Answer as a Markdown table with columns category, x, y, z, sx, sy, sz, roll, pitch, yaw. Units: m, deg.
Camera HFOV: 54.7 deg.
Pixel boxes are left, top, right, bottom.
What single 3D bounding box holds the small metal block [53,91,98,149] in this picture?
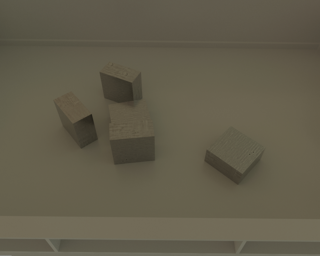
| category | x | y | z | sx | sy | sz | roll | pitch | yaw |
| --- | --- | --- | --- | --- | --- | --- | --- | --- | --- |
| small metal block | -0.107 | -0.010 | 0.396 | 0.025 | 0.050 | 0.050 | -32 | 57 | -24 |

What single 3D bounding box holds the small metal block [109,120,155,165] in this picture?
| category | x | y | z | sx | sy | sz | roll | pitch | yaw |
| --- | --- | --- | --- | --- | --- | --- | --- | --- | --- |
| small metal block | -0.033 | 0.018 | 0.374 | 0.050 | 0.050 | 0.025 | -5 | 51 | -5 |

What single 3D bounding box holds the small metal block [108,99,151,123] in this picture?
| category | x | y | z | sx | sy | sz | roll | pitch | yaw |
| --- | --- | --- | --- | --- | --- | --- | --- | --- | --- |
| small metal block | -0.039 | -0.009 | 0.412 | 0.050 | 0.025 | 0.050 | -10 | 51 | -9 |

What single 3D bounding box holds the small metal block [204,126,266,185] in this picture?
| category | x | y | z | sx | sy | sz | roll | pitch | yaw |
| --- | --- | --- | --- | --- | --- | --- | --- | --- | --- |
| small metal block | 0.091 | 0.032 | 0.379 | 0.050 | 0.025 | 0.050 | 36 | 58 | 26 |

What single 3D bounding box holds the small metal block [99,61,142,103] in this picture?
| category | x | y | z | sx | sy | sz | roll | pitch | yaw |
| --- | --- | --- | --- | --- | --- | --- | --- | --- | --- |
| small metal block | -0.054 | -0.061 | 0.439 | 0.050 | 0.050 | 0.025 | 20 | 53 | 16 |
